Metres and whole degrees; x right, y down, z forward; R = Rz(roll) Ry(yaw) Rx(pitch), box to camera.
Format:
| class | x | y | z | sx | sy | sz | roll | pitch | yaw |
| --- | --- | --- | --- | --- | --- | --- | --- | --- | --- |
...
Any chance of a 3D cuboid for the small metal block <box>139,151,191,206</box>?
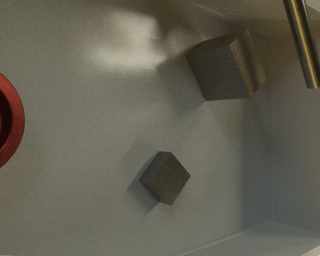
| class | x | y | z | sx | sy | sz | roll | pitch | yaw |
| --- | --- | --- | --- | --- | --- | --- | --- | --- | --- |
| small metal block | 0.007 | 0.067 | 0.415 | 0.050 | 0.025 | 0.050 | 52 | 60 | -28 |

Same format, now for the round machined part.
| class | x | y | z | sx | sy | sz | roll | pitch | yaw |
| --- | --- | --- | --- | --- | --- | --- | --- | --- | --- |
| round machined part | -0.167 | -0.007 | 0.250 | 0.099 | 0.042 | 0.097 | -1 | 92 | -49 |

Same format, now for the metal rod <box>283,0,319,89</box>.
| class | x | y | z | sx | sy | sz | roll | pitch | yaw |
| --- | --- | --- | --- | --- | --- | --- | --- | --- | --- |
| metal rod | 0.162 | -0.187 | 0.391 | 0.025 | 0.025 | 0.299 | -40 | 115 | -33 |

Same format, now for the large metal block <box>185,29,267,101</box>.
| class | x | y | z | sx | sy | sz | roll | pitch | yaw |
| --- | --- | --- | --- | --- | --- | --- | --- | --- | --- |
| large metal block | 0.096 | -0.089 | 0.454 | 0.050 | 0.080 | 0.080 | -43 | 117 | -32 |
